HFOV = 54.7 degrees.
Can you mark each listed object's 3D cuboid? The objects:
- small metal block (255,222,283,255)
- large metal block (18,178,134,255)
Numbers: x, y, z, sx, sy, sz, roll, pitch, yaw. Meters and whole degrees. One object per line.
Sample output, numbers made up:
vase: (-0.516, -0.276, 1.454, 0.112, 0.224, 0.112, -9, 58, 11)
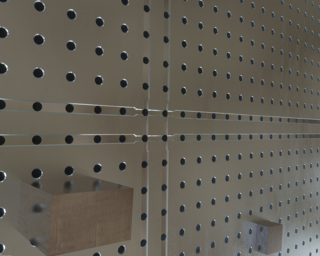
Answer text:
small metal block: (0.207, 0.208, 0.587, 0.050, 0.025, 0.050, 8, 85, -40)
large metal block: (-0.084, 0.081, 0.305, 0.081, 0.080, 0.050, 5, 87, -40)
